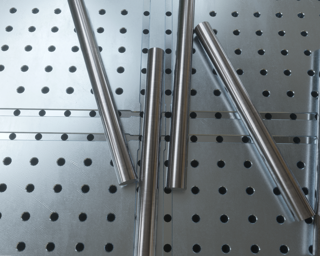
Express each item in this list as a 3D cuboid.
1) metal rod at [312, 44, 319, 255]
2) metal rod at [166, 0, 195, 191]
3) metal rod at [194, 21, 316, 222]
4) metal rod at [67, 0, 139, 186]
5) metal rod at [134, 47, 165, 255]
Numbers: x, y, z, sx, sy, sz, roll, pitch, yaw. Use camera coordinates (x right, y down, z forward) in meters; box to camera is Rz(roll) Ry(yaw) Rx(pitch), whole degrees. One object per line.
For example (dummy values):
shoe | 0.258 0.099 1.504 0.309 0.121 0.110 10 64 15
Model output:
metal rod | 0.221 0.013 0.409 0.025 0.025 0.299 11 70 4
metal rod | 0.031 -0.064 0.435 0.025 0.025 0.299 4 70 1
metal rod | 0.119 -0.022 0.421 0.025 0.025 0.299 -21 72 -8
metal rod | -0.085 -0.066 0.434 0.025 0.025 0.299 -17 71 -6
metal rod | -0.012 0.030 0.400 0.025 0.025 0.299 2 70 0
